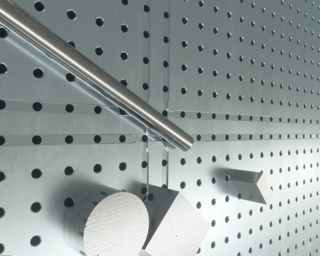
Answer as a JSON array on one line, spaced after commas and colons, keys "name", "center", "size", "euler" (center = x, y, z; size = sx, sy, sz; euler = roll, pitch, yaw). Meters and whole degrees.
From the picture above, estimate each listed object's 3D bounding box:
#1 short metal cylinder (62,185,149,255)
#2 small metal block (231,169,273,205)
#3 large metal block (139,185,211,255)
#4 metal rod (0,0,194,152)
[{"name": "short metal cylinder", "center": [-0.060, 0.107, 0.345], "size": [0.081, 0.050, 0.079], "euler": [0, 90, -40]}, {"name": "small metal block", "center": [0.157, 0.100, 0.528], "size": [0.025, 0.050, 0.050], "euler": [-47, 119, -30]}, {"name": "large metal block", "center": [0.010, 0.134, 0.404], "size": [0.080, 0.050, 0.080], "euler": [50, 60, -29]}, {"name": "metal rod", "center": [-0.062, -0.050, 0.358], "size": [0.301, 0.025, 0.025], "euler": [36, 68, -35]}]
